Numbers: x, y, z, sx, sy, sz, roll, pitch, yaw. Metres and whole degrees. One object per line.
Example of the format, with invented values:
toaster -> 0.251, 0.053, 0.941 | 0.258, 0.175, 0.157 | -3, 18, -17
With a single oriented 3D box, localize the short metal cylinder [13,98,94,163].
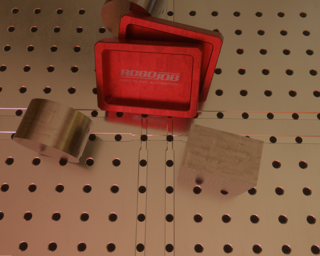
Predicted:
short metal cylinder -> -0.129, 0.005, 0.380 | 0.080, 0.080, 0.050 | 15, 71, 5

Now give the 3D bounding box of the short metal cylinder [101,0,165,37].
short metal cylinder -> -0.037, -0.168, 0.441 | 0.080, 0.080, 0.050 | 13, 65, 5

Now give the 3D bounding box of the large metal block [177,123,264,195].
large metal block -> 0.067, 0.041, 0.368 | 0.080, 0.080, 0.050 | 14, 71, 5

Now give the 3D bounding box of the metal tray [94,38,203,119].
metal tray -> -0.014, -0.064, 0.396 | 0.131, 0.030, 0.089 | 5, 115, 7

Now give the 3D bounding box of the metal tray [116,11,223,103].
metal tray -> 0.009, -0.093, 0.412 | 0.131, 0.089, 0.030 | 15, 30, 5
